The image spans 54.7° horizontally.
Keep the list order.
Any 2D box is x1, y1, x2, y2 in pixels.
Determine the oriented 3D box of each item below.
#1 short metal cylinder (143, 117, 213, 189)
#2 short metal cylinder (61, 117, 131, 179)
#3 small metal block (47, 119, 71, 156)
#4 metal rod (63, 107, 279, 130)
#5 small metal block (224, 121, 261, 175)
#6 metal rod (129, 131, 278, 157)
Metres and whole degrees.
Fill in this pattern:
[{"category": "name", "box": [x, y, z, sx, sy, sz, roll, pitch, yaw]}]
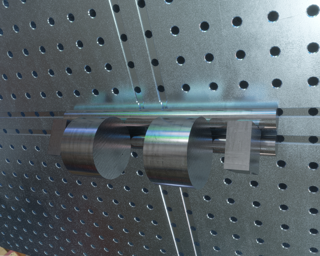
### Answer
[{"category": "short metal cylinder", "box": [0.023, 0.027, 0.352, 0.050, 0.080, 0.080, 1, 119, 28]}, {"category": "short metal cylinder", "box": [-0.081, 0.025, 0.406, 0.050, 0.080, 0.080, 1, 119, 28]}, {"category": "small metal block", "box": [-0.130, 0.018, 0.446, 0.025, 0.050, 0.050, 1, 77, 28]}, {"category": "metal rod", "box": [-0.005, -0.013, 0.406, 0.300, 0.025, 0.025, 1, 119, 27]}, {"category": "small metal block", "box": [0.090, 0.022, 0.332, 0.025, 0.050, 0.050, 1, 78, 28]}, {"category": "metal rod", "box": [0.000, 0.018, 0.423, 0.300, 0.025, 0.025, 1, 119, 27]}]
